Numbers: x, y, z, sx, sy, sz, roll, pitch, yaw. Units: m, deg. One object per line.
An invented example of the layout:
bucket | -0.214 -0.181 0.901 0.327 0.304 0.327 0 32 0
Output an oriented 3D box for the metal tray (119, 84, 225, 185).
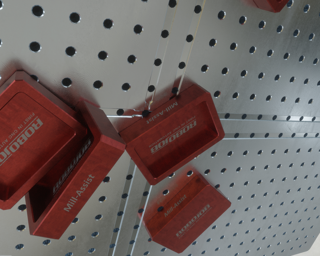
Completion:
metal tray | 0.020 0.011 0.427 0.130 0.030 0.090 -34 129 -7

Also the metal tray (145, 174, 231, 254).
metal tray | 0.050 0.149 0.530 0.130 0.030 0.090 -45 130 2

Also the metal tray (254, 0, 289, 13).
metal tray | 0.124 -0.208 0.348 0.130 0.030 0.090 32 100 -39

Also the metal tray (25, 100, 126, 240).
metal tray | -0.100 0.043 0.342 0.030 0.090 0.130 30 102 -38

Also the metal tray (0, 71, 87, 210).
metal tray | -0.154 0.017 0.326 0.130 0.030 0.090 -44 123 3
